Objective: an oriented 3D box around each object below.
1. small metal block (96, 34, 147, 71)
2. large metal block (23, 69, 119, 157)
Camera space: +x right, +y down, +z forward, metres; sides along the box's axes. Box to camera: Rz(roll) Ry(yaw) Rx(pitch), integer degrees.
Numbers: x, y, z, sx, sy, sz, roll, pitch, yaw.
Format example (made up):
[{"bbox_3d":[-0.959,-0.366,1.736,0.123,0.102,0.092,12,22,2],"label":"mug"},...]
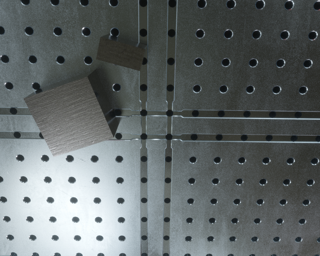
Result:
[{"bbox_3d":[-0.044,-0.090,0.366,0.050,0.050,0.025,14,110,-5],"label":"small metal block"},{"bbox_3d":[-0.107,-0.020,0.392,0.080,0.050,0.080,-18,109,6],"label":"large metal block"}]
